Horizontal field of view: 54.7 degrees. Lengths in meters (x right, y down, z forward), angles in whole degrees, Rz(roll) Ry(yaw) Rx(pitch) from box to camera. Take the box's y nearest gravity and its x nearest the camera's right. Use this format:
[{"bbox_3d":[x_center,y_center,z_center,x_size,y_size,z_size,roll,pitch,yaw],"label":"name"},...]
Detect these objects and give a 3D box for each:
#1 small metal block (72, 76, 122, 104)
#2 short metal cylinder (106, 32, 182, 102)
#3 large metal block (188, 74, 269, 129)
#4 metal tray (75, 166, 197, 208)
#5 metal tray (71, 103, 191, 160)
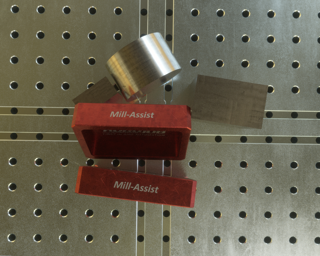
[{"bbox_3d":[-0.079,-0.038,0.400,0.050,0.050,0.025,-35,90,0],"label":"small metal block"},{"bbox_3d":[-0.020,-0.074,0.386,0.080,0.080,0.050,-31,90,0],"label":"short metal cylinder"},{"bbox_3d":[0.078,-0.030,0.387,0.081,0.080,0.050,9,90,-1],"label":"large metal block"},{"bbox_3d":[-0.027,0.069,0.379,0.131,0.090,0.030,7,83,-1],"label":"metal tray"},{"bbox_3d":[-0.031,0.007,0.379,0.131,0.090,0.030,1,61,-1],"label":"metal tray"}]
